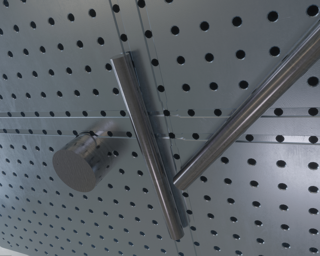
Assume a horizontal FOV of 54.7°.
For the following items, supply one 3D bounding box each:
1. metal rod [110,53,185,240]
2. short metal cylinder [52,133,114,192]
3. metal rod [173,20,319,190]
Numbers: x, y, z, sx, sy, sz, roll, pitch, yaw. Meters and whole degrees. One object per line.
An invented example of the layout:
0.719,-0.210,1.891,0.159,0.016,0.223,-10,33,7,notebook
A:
-0.011,0.042,0.442,0.025,0.025,0.298,-2,118,29,metal rod
-0.122,0.055,0.493,0.080,0.050,0.079,13,124,21,short metal cylinder
0.098,-0.015,0.350,0.025,0.025,0.298,38,129,2,metal rod
